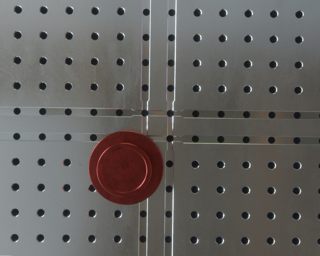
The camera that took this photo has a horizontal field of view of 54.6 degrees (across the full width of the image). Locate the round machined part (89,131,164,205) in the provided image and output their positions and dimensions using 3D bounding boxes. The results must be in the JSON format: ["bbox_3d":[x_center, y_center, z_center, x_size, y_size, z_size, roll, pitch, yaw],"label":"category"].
[{"bbox_3d":[-0.044,0.052,0.405,0.099,0.042,0.097,0,90,0],"label":"round machined part"}]
